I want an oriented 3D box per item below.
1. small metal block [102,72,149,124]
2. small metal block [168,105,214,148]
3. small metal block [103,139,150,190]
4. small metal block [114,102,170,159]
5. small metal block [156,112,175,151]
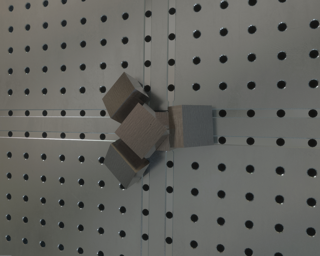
[{"bbox_3d":[-0.047,-0.040,0.417,0.050,0.025,0.050,-48,40,13],"label":"small metal block"},{"bbox_3d":[0.039,-0.002,0.383,0.025,0.050,0.050,-4,88,53],"label":"small metal block"},{"bbox_3d":[-0.046,0.047,0.416,0.050,0.025,0.050,47,142,14],"label":"small metal block"},{"bbox_3d":[-0.020,0.003,0.393,0.050,0.025,0.050,43,103,14],"label":"small metal block"},{"bbox_3d":[-0.007,0.003,0.416,0.050,0.025,0.050,2,93,20],"label":"small metal block"}]
